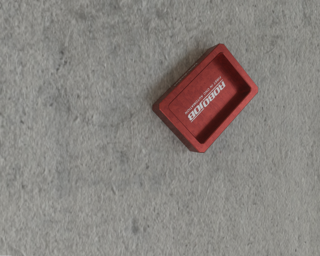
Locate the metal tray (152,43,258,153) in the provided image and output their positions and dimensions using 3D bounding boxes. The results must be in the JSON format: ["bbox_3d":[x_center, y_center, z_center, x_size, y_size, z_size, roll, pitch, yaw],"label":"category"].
[{"bbox_3d":[0.065,-0.041,0.429,0.130,0.030,0.090,-46,104,-14],"label":"metal tray"}]
